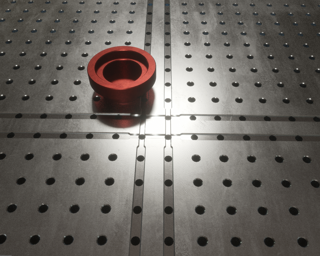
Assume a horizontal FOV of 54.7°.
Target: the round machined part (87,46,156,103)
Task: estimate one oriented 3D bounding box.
[{"bbox_3d":[-0.055,-0.076,0.459,0.099,0.042,0.098,0,50,0],"label":"round machined part"}]
